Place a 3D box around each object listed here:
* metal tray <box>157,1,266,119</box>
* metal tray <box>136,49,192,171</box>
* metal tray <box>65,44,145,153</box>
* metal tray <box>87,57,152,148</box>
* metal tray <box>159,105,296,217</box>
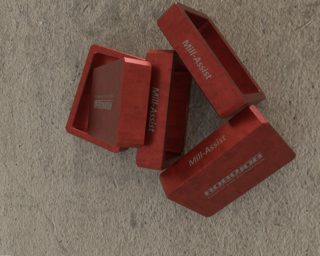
[{"bbox_3d":[0.061,-0.076,0.351,0.030,0.091,0.130,-38,78,30],"label":"metal tray"},{"bbox_3d":[0.009,-0.020,0.372,0.030,0.090,0.129,7,93,20],"label":"metal tray"},{"bbox_3d":[-0.070,-0.041,0.431,0.090,0.030,0.129,21,97,18],"label":"metal tray"},{"bbox_3d":[-0.053,-0.030,0.368,0.130,0.030,0.089,11,95,64],"label":"metal tray"},{"bbox_3d":[0.076,0.043,0.348,0.130,0.090,0.030,-40,43,15],"label":"metal tray"}]
